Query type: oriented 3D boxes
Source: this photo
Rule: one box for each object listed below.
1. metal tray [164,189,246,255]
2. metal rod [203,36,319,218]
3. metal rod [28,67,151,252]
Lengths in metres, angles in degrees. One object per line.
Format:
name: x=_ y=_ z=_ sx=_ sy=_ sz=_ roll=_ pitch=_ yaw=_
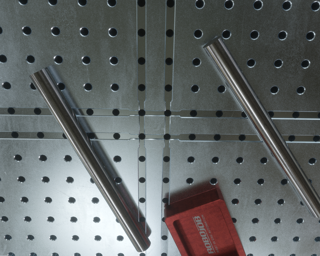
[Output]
metal tray: x=0.071 y=0.165 z=0.472 sx=0.090 sy=0.030 sz=0.129 roll=-21 pitch=109 yaw=7
metal rod: x=0.149 y=0.010 z=0.419 sx=0.025 sy=0.025 sz=0.300 roll=-34 pitch=107 yaw=11
metal rod: x=-0.089 y=0.056 z=0.432 sx=0.025 sy=0.025 sz=0.299 roll=-24 pitch=109 yaw=8
